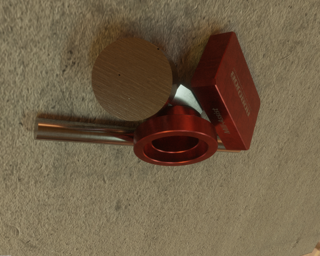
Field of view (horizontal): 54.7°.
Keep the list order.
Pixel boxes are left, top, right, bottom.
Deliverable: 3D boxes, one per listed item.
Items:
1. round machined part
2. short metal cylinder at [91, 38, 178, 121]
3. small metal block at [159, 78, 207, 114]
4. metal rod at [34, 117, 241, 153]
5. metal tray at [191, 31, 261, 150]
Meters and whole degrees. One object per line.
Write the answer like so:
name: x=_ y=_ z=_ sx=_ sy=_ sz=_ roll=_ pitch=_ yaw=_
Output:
round machined part: x=0.018 y=0.008 z=0.372 sx=0.099 sy=0.042 sz=0.098 roll=-2 pitch=151 yaw=-1
short metal cylinder: x=-0.024 y=-0.050 z=0.323 sx=0.080 sy=0.050 sz=0.079 roll=1 pitch=98 yaw=9
small metal block: x=0.023 y=-0.041 z=0.377 sx=0.050 sy=0.050 sz=0.025 roll=26 pitch=104 yaw=-37
metal rod: x=-0.006 y=0.014 z=0.414 sx=0.302 sy=0.025 sz=0.025 roll=6 pitch=116 yaw=-31
metal tray: x=0.090 y=-0.043 z=0.394 sx=0.130 sy=0.030 sz=0.090 roll=54 pitch=48 yaw=-40
